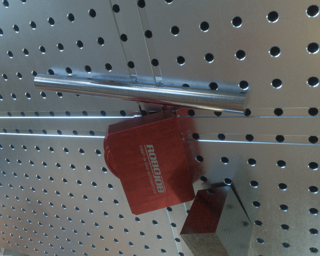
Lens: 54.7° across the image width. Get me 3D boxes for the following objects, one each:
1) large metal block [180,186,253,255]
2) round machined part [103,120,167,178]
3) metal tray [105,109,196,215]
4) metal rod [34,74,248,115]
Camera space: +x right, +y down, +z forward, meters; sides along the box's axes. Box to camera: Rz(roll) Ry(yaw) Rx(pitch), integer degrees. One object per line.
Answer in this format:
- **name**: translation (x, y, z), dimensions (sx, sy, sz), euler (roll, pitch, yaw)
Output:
- **large metal block**: translation (0.079, 0.137, 0.415), dimensions (0.050, 0.080, 0.080), euler (-17, 114, 35)
- **round machined part**: translation (-0.041, 0.040, 0.446), dimensions (0.098, 0.042, 0.097), euler (13, 124, 21)
- **metal tray**: translation (-0.010, 0.048, 0.415), dimensions (0.090, 0.030, 0.129), euler (-15, 115, 0)
- **metal rod**: translation (-0.041, -0.048, 0.403), dimensions (0.301, 0.025, 0.025), euler (9, 122, 23)
